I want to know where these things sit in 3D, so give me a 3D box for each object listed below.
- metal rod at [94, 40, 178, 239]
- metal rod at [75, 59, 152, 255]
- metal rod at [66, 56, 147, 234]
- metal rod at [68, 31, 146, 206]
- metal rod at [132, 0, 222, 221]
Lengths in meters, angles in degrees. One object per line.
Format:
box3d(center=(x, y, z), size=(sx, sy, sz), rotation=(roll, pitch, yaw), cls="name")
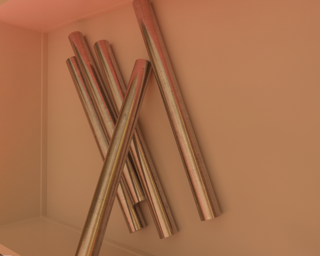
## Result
box3d(center=(-0.040, 0.004, 0.439), size=(0.025, 0.025, 0.299), rotation=(-33, 70, 35), cls="metal rod")
box3d(center=(-0.057, 0.048, 0.376), size=(0.025, 0.025, 0.299), rotation=(-4, 63, 40), cls="metal rod")
box3d(center=(-0.089, 0.014, 0.480), size=(0.025, 0.025, 0.299), rotation=(-38, 67, 33), cls="metal rod")
box3d(center=(-0.084, -0.027, 0.476), size=(0.025, 0.025, 0.299), rotation=(-38, 67, 33), cls="metal rod")
box3d(center=(0.017, -0.035, 0.393), size=(0.025, 0.025, 0.299), rotation=(-28, 73, 37), cls="metal rod")
